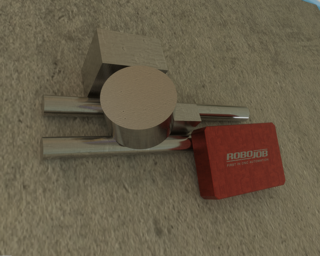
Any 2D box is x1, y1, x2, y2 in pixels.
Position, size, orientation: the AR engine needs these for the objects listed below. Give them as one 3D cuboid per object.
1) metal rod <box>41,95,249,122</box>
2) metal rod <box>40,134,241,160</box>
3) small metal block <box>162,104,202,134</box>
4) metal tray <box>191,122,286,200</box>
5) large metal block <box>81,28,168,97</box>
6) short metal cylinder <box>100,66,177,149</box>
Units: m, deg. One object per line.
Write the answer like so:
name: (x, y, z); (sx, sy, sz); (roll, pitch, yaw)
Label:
metal rod: (0.001, -0.024, 0.422); (0.303, 0.025, 0.025); (1, 62, -28)
metal rod: (0.008, 0.021, 0.399); (0.303, 0.025, 0.025); (0, 62, -29)
small metal block: (0.017, -0.008, 0.404); (0.050, 0.050, 0.025); (1, 62, -28)
metal tray: (0.109, 0.041, 0.419); (0.131, 0.030, 0.090); (-3, 81, -31)
large metal block: (-0.048, -0.072, 0.390); (0.081, 0.080, 0.050); (1, 62, -28)
short metal cylinder: (-0.023, -0.023, 0.346); (0.081, 0.050, 0.080); (1, 63, -1)
